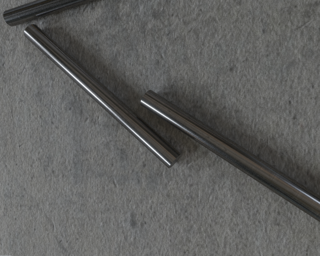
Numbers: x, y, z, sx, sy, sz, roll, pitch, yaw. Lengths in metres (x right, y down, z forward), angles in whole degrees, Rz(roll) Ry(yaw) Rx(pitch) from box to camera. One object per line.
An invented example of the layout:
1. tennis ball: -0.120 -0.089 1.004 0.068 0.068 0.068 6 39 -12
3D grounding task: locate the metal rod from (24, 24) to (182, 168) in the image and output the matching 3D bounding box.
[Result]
1. metal rod: -0.089 -0.053 0.439 0.300 0.025 0.025 41 103 15

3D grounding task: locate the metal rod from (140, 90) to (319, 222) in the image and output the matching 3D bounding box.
1. metal rod: 0.102 0.040 0.372 0.300 0.025 0.025 34 101 16

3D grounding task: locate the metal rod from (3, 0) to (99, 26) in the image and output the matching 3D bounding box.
1. metal rod: -0.097 -0.194 0.441 0.301 0.025 0.025 -8 87 19
